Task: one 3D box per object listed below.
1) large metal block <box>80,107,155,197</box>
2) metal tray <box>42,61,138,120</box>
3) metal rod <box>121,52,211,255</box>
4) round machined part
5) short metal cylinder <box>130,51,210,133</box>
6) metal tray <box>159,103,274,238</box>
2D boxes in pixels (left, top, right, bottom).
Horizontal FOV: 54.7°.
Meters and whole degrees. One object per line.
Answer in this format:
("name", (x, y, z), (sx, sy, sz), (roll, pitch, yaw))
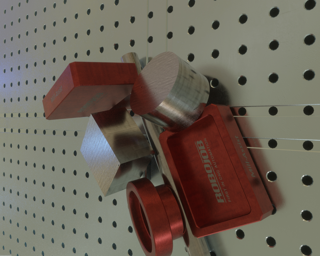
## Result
("large metal block", (-0.060, 0.031, 0.414), (0.080, 0.050, 0.079), (55, 140, 25))
("metal tray", (-0.097, -0.048, 0.423), (0.130, 0.091, 0.030), (-27, 75, 52))
("metal rod", (0.005, 0.035, 0.400), (0.025, 0.025, 0.299), (-31, 71, 35))
("round machined part", (-0.005, 0.107, 0.379), (0.098, 0.042, 0.097), (166, 90, -70))
("short metal cylinder", (0.010, -0.041, 0.361), (0.080, 0.050, 0.080), (-31, 45, 36))
("metal tray", (0.058, 0.049, 0.353), (0.090, 0.030, 0.130), (-31, 71, 35))
